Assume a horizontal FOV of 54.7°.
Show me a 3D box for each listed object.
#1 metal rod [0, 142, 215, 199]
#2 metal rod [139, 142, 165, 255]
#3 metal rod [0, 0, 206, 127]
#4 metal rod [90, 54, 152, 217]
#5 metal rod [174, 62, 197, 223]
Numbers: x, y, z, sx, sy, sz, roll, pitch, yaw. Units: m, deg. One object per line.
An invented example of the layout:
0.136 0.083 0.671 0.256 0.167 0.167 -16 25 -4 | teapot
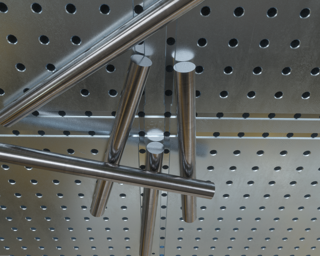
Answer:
-0.069 0.061 0.428 0.302 0.025 0.025 12 129 -10 | metal rod
-0.018 0.141 0.531 0.025 0.025 0.298 3 130 -3 | metal rod
-0.074 -0.076 0.345 0.300 0.025 0.025 -27 125 21 | metal rod
-0.064 0.033 0.438 0.025 0.025 0.298 13 129 -11 | metal rod
0.040 0.043 0.449 0.025 0.025 0.298 -4 130 3 | metal rod
